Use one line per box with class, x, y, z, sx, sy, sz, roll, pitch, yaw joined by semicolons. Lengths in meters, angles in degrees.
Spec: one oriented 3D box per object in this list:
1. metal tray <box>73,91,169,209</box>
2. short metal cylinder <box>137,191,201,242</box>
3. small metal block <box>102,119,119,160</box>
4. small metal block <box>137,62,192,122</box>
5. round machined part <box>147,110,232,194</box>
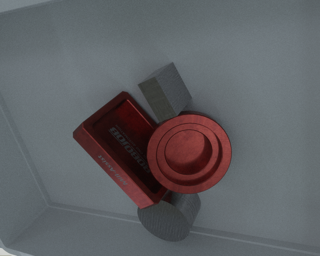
metal tray;-0.034;0.026;0.396;0.130;0.090;0.030;48;136;-6
short metal cylinder;0.014;0.120;0.458;0.080;0.050;0.079;13;124;20
small metal block;-0.064;0.015;0.434;0.025;0.050;0.050;-18;109;35
small metal block;0.007;-0.042;0.361;0.025;0.050;0.050;-20;108;35
round machined part;0.034;0.026;0.377;0.099;0.042;0.097;-1;103;-2
